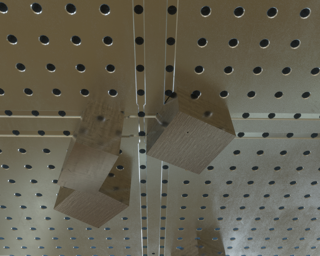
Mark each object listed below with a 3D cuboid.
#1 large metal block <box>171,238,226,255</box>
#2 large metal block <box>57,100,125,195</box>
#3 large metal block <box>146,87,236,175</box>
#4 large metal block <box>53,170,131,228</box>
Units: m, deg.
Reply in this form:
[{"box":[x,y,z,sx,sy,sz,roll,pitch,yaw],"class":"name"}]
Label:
[{"box":[0.080,0.279,0.634,0.080,0.050,0.080,32,123,-25],"class":"large metal block"},{"box":[-0.087,0.025,0.396,0.050,0.080,0.079,21,127,-17],"class":"large metal block"},{"box":[0.037,0.006,0.401,0.080,0.050,0.080,23,126,-19],"class":"large metal block"},{"box":[-0.103,0.103,0.482,0.080,0.050,0.080,34,122,-26],"class":"large metal block"}]
